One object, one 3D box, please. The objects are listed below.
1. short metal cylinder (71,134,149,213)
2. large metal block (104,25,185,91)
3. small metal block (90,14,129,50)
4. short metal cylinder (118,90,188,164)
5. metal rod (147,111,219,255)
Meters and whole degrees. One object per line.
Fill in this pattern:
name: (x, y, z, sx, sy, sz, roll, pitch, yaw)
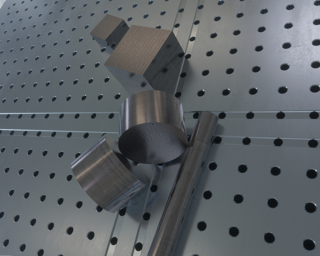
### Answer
short metal cylinder: (-0.059, 0.053, 0.371, 0.050, 0.080, 0.080, -41, 51, 1)
large metal block: (-0.023, -0.104, 0.468, 0.080, 0.050, 0.080, 21, 73, 35)
small metal block: (-0.091, -0.176, 0.564, 0.050, 0.025, 0.050, 32, 79, 38)
short metal cylinder: (-0.009, 0.001, 0.374, 0.080, 0.080, 0.050, -19, 47, 17)
metal rod: (0.007, 0.116, 0.333, 0.025, 0.025, 0.300, 9, 66, 32)
